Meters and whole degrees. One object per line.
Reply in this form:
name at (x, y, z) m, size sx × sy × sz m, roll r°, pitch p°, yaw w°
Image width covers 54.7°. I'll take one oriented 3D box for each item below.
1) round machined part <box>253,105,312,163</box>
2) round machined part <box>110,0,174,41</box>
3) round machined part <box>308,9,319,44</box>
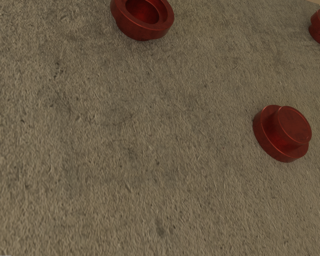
round machined part at (0.203, 0.003, 0.500) m, size 0.099 × 0.042 × 0.098 m, roll 14°, pitch 56°, yaw -21°
round machined part at (-0.031, -0.175, 0.483) m, size 0.099 × 0.042 × 0.098 m, roll 14°, pitch 56°, yaw -21°
round machined part at (0.405, -0.239, 0.756) m, size 0.099 × 0.042 × 0.098 m, roll 14°, pitch 56°, yaw -21°
